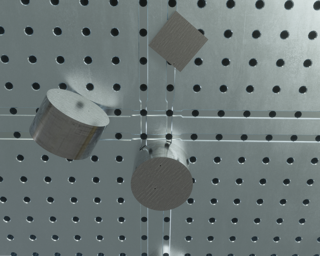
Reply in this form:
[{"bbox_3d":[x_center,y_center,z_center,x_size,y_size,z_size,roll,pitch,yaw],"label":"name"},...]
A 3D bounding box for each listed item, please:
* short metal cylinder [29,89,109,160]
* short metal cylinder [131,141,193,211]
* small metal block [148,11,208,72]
[{"bbox_3d":[-0.110,-0.005,0.381,0.080,0.080,0.050,29,108,-11],"label":"short metal cylinder"},{"bbox_3d":[0.002,0.065,0.424,0.081,0.050,0.079,0,110,0],"label":"short metal cylinder"},{"bbox_3d":[0.021,-0.105,0.375,0.050,0.025,0.050,38,106,-13],"label":"small metal block"}]
